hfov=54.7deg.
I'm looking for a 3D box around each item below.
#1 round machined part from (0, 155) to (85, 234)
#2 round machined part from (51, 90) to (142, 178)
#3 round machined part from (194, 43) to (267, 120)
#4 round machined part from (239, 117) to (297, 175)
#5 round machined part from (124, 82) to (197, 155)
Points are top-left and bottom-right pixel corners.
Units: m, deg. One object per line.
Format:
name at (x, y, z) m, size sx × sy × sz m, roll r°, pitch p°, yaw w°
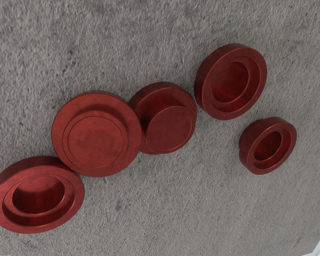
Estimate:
round machined part at (-0.142, 0.073, 0.363) m, size 0.099 × 0.042 × 0.097 m, roll -14°, pitch 124°, yaw -21°
round machined part at (-0.069, 0.010, 0.341) m, size 0.099 × 0.042 × 0.097 m, roll -2°, pitch 105°, yaw -7°
round machined part at (0.087, -0.062, 0.404) m, size 0.099 × 0.042 × 0.097 m, roll -14°, pitch 124°, yaw -21°
round machined part at (0.168, 0.025, 0.503) m, size 0.099 × 0.042 × 0.097 m, roll -14°, pitch 124°, yaw -21°
round machined part at (0.006, -0.006, 0.395) m, size 0.099 × 0.042 × 0.097 m, roll -14°, pitch 124°, yaw -21°
